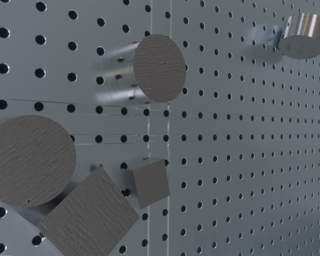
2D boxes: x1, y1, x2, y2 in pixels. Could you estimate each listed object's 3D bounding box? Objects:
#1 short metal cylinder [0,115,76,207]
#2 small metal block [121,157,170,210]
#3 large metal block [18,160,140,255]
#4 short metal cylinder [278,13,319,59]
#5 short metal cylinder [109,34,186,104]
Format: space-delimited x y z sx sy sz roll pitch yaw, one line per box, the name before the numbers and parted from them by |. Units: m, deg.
short metal cylinder | -0.127 0.028 0.287 0.081 0.050 0.079 0 90 -40
small metal block | -0.017 0.069 0.395 0.050 0.025 0.050 -16 101 -39
large metal block | -0.081 0.092 0.325 0.080 0.050 0.080 -46 118 -30
short metal cylinder | 0.280 -0.178 0.608 0.080 0.080 0.050 31 71 -36
short metal cylinder | -0.014 -0.070 0.381 0.081 0.050 0.079 0 91 -40
